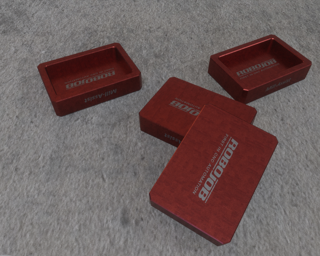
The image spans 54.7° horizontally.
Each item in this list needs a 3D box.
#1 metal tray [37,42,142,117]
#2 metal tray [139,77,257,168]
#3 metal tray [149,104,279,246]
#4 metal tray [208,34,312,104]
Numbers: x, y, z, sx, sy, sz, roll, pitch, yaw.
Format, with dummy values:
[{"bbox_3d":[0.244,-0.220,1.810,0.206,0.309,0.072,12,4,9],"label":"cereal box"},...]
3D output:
[{"bbox_3d":[-0.104,-0.076,0.462,0.131,0.030,0.090,-21,53,-18],"label":"metal tray"},{"bbox_3d":[0.049,-0.011,0.410,0.130,0.030,0.090,25,54,19],"label":"metal tray"},{"bbox_3d":[0.059,0.046,0.336,0.090,0.030,0.130,29,68,12],"label":"metal tray"},{"bbox_3d":[0.153,-0.094,0.481,0.131,0.030,0.090,-23,54,-18],"label":"metal tray"}]
